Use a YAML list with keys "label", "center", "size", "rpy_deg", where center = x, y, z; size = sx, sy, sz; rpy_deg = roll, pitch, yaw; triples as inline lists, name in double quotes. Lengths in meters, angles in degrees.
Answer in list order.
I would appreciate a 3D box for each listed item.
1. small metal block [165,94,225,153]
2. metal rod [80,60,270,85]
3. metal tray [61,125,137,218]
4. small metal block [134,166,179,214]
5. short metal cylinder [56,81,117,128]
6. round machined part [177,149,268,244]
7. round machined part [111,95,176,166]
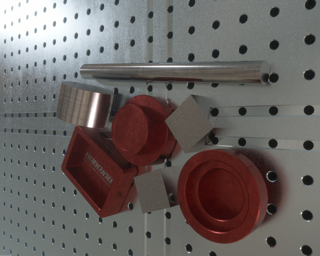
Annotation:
- label: "small metal block"
  center: [0.041, -0.005, 0.376]
  size: [0.050, 0.025, 0.050]
  rpy_deg: [-46, 63, 30]
- label: "metal rod"
  center: [-0.006, -0.075, 0.414]
  size: [0.300, 0.025, 0.025]
  rpy_deg: [9, 96, 39]
- label: "metal tray"
  center: [-0.101, 0.065, 0.489]
  size: [0.130, 0.030, 0.089]
  rpy_deg: [38, 114, 33]
- label: "small metal block"
  center: [-0.003, 0.083, 0.413]
  size: [0.050, 0.025, 0.050]
  rpy_deg: [-24, 75, 37]
- label: "short metal cylinder"
  center: [-0.110, -0.036, 0.464]
  size: [0.080, 0.081, 0.050]
  rpy_deg: [23, 104, 38]
- label: "round machined part"
  center: [0.071, 0.071, 0.340]
  size: [0.098, 0.042, 0.097]
  rpy_deg: [0, 90, 40]
- label: "round machined part"
  center: [-0.028, 0.003, 0.421]
  size: [0.098, 0.042, 0.097]
  rpy_deg: [-3, 85, 39]
